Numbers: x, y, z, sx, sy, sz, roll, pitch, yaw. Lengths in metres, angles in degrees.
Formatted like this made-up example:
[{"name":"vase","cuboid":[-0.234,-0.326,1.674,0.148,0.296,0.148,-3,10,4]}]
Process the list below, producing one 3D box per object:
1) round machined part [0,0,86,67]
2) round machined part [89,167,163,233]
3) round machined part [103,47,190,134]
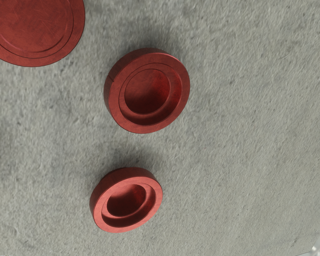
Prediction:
[{"name":"round machined part","cuboid":[-0.115,-0.100,0.272,0.099,0.042,0.097,-14,125,-21]},{"name":"round machined part","cuboid":[-0.049,0.094,0.428,0.099,0.042,0.097,-14,125,-21]},{"name":"round machined part","cuboid":[-0.018,-0.045,0.359,0.099,0.042,0.097,-14,125,-21]}]
